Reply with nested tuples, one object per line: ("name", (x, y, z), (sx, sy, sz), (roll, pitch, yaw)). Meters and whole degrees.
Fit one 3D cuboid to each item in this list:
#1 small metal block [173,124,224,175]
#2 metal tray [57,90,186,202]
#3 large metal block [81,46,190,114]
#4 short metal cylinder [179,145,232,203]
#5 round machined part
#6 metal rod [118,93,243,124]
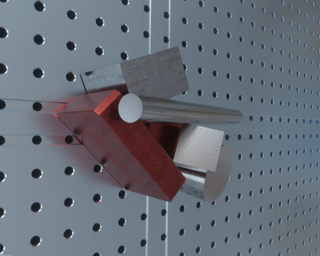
("small metal block", (0.047, 0.025, 0.378), (0.025, 0.050, 0.050), (74, 31, -73))
("metal tray", (-0.041, 0.021, 0.333), (0.030, 0.090, 0.130), (-51, 121, -28))
("large metal block", (-0.028, -0.052, 0.349), (0.081, 0.080, 0.050), (-27, 107, -37))
("short metal cylinder", (0.059, 0.057, 0.429), (0.081, 0.050, 0.079), (-26, 123, -48))
("round machined part", (-0.001, 0.006, 0.403), (0.099, 0.042, 0.097), (0, 90, -40))
("metal rod", (0.051, -0.018, 0.392), (0.302, 0.025, 0.025), (-1, 91, -60))
